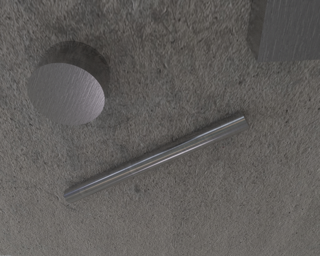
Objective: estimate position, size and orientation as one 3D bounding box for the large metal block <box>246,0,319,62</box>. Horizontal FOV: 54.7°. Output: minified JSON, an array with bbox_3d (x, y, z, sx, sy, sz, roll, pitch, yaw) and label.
[{"bbox_3d":[0.133,-0.112,0.297,0.080,0.050,0.079,-2,130,2],"label":"large metal block"}]

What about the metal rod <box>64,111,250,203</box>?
[{"bbox_3d":[-0.017,0.049,0.448,0.300,0.025,0.025,-25,126,19],"label":"metal rod"}]

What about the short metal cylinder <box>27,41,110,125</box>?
[{"bbox_3d":[-0.099,-0.050,0.348,0.081,0.050,0.079,0,130,0],"label":"short metal cylinder"}]
